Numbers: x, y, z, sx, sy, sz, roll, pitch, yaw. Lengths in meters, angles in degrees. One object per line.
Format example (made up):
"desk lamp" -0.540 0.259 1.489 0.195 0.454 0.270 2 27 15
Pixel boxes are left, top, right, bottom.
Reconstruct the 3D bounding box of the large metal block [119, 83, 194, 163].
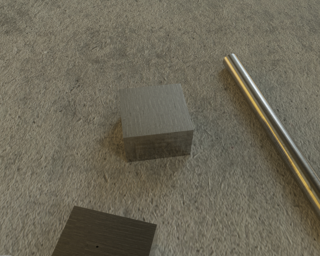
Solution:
"large metal block" -0.007 -0.008 0.394 0.081 0.050 0.080 -6 50 -6

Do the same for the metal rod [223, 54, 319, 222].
"metal rod" 0.150 0.003 0.401 0.025 0.025 0.300 -11 51 -9

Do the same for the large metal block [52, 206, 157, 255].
"large metal block" -0.051 0.126 0.281 0.080 0.050 0.080 11 51 8
